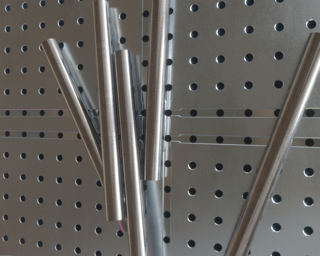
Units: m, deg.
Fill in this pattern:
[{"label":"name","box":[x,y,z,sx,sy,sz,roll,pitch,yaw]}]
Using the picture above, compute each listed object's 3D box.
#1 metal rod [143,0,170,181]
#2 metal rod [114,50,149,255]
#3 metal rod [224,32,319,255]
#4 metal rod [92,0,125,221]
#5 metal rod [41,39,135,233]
[{"label":"metal rod","box":[-0.004,-0.081,0.413,0.025,0.025,0.298,3,91,19]},{"label":"metal rod","box":[-0.038,0.043,0.413,0.025,0.025,0.298,-7,83,19]},{"label":"metal rod","box":[0.133,0.037,0.365,0.025,0.025,0.298,21,97,18]},{"label":"metal rod","box":[-0.071,-0.029,0.422,0.025,0.025,0.298,-8,82,19]},{"label":"metal rod","box":[-0.104,0.005,0.447,0.025,0.025,0.299,-28,81,17]}]
